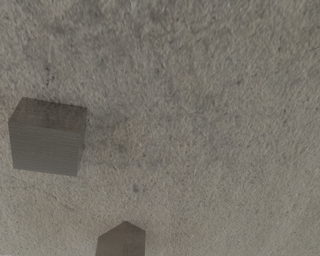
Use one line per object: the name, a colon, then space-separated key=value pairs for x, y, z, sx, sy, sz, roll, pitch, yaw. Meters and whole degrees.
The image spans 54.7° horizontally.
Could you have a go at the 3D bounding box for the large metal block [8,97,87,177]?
large metal block: x=-0.142 y=0.013 z=0.400 sx=0.081 sy=0.050 sz=0.079 roll=9 pitch=130 yaw=-9

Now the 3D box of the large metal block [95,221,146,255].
large metal block: x=-0.074 y=0.230 z=0.566 sx=0.080 sy=0.080 sz=0.050 roll=-37 pitch=121 yaw=27
